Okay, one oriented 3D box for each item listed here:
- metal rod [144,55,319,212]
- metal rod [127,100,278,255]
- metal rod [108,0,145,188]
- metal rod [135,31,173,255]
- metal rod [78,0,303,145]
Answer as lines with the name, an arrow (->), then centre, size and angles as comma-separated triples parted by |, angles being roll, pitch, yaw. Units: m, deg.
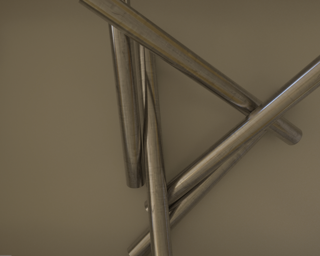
metal rod -> 0.091, 0.011, 0.360 | 0.025, 0.025, 0.299 | 47, 111, 0
metal rod -> 0.070, 0.061, 0.411 | 0.025, 0.025, 0.300 | 44, 90, 0
metal rod -> -0.039, -0.061, 0.349 | 0.025, 0.025, 0.298 | -3, 115, 0
metal rod -> -0.008, 0.024, 0.389 | 0.025, 0.025, 0.298 | -5, 81, 0
metal rod -> 0.052, -0.057, 0.342 | 0.301, 0.025, 0.025 | 30, 90, -23
